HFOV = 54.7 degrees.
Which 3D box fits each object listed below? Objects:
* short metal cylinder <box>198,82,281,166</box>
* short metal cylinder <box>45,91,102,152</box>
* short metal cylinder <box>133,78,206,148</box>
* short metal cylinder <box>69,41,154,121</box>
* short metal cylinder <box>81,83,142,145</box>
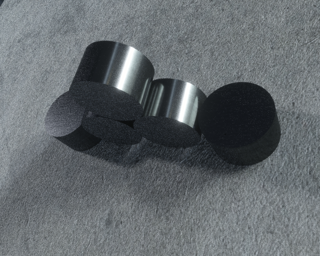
[{"bbox_3d":[0.089,-0.004,0.344,0.080,0.050,0.080,-13,57,21],"label":"short metal cylinder"},{"bbox_3d":[-0.121,-0.012,0.460,0.080,0.050,0.080,-13,57,21],"label":"short metal cylinder"},{"bbox_3d":[0.014,-0.016,0.373,0.080,0.080,0.050,0,61,28],"label":"short metal cylinder"},{"bbox_3d":[-0.051,-0.049,0.338,0.080,0.080,0.050,1,63,28],"label":"short metal cylinder"},{"bbox_3d":[-0.057,-0.017,0.411,0.080,0.080,0.050,0,62,28],"label":"short metal cylinder"}]
